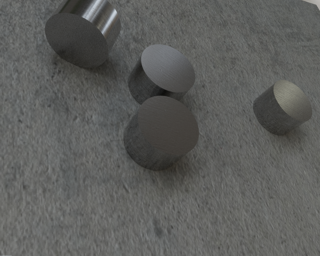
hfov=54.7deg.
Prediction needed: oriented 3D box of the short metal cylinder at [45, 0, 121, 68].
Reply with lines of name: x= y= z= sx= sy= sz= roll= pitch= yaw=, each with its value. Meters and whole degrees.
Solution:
short metal cylinder: x=-0.096 y=-0.124 z=0.393 sx=0.080 sy=0.080 sz=0.050 roll=26 pitch=53 yaw=-13

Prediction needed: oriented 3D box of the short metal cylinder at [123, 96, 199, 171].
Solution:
short metal cylinder: x=0.001 y=0.007 z=0.386 sx=0.081 sy=0.050 sz=0.080 roll=14 pitch=56 yaw=-21

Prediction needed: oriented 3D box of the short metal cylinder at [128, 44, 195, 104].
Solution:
short metal cylinder: x=0.002 y=-0.069 z=0.432 sx=0.081 sy=0.050 sz=0.080 roll=14 pitch=56 yaw=-21

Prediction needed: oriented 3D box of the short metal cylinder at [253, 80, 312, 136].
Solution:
short metal cylinder: x=0.206 y=-0.034 z=0.523 sx=0.081 sy=0.050 sz=0.080 roll=14 pitch=56 yaw=-21
